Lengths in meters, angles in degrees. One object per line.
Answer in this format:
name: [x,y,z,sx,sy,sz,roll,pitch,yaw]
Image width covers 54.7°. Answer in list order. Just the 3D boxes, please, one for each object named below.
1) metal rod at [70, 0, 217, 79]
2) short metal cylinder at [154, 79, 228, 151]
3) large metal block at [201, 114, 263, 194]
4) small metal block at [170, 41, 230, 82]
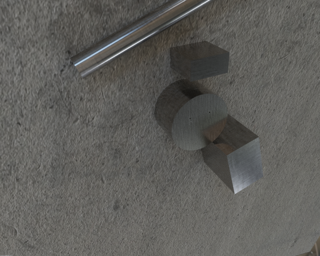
metal rod: [0.039,-0.142,0.341,0.301,0.025,0.025,-33,129,-7]
short metal cylinder: [0.040,-0.018,0.403,0.081,0.050,0.079,-14,125,-21]
large metal block: [0.100,0.033,0.449,0.050,0.080,0.080,-29,129,-11]
small metal block: [0.046,-0.081,0.367,0.050,0.050,0.025,-16,125,-20]
